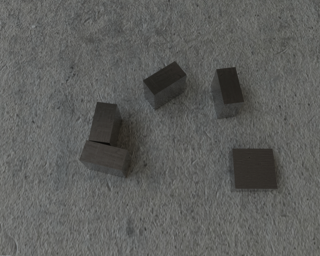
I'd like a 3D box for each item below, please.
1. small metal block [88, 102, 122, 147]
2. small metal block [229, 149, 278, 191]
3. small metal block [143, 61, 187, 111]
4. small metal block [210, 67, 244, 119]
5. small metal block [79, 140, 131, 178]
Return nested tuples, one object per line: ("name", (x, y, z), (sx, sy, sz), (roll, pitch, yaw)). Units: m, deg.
("small metal block", (-0.068, 0.001, 0.394), (0.025, 0.050, 0.050), (7, 70, 3))
("small metal block", (0.115, 0.053, 0.389), (0.050, 0.025, 0.050), (0, 70, 0))
("small metal block", (0.006, -0.055, 0.415), (0.050, 0.050, 0.025), (-34, 74, -11))
("small metal block", (0.088, -0.045, 0.412), (0.025, 0.050, 0.050), (-7, 70, -3))
("small metal block", (-0.065, 0.039, 0.380), (0.050, 0.050, 0.025), (13, 71, 5))
